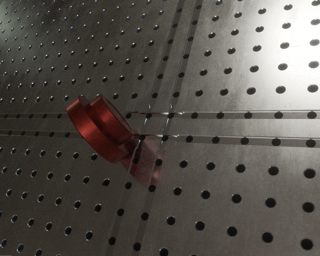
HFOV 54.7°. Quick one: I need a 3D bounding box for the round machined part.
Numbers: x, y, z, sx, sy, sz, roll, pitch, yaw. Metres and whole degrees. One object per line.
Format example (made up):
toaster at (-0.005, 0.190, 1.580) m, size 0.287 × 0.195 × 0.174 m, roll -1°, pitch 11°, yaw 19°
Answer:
round machined part at (-0.071, -0.005, 0.400) m, size 0.042 × 0.098 × 0.098 m, roll -39°, pitch 51°, yaw 2°
